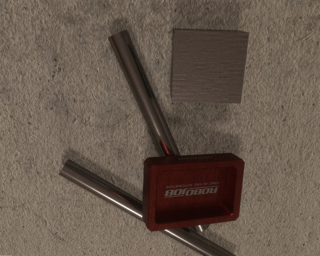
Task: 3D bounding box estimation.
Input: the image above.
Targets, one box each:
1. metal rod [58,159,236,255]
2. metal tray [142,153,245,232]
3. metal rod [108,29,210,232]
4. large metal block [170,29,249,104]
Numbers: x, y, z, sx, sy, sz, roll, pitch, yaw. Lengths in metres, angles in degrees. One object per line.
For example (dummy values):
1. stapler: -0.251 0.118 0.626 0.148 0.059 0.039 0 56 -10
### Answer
1. metal rod: -0.009 0.133 0.458 0.301 0.025 0.025 33 107 -12
2. metal tray: 0.044 0.083 0.413 0.131 0.030 0.089 -1 103 -17
3. metal rod: 0.006 0.017 0.416 0.025 0.025 0.299 -21 109 7
4. large metal block: 0.055 -0.075 0.370 0.081 0.050 0.079 1 110 -1
